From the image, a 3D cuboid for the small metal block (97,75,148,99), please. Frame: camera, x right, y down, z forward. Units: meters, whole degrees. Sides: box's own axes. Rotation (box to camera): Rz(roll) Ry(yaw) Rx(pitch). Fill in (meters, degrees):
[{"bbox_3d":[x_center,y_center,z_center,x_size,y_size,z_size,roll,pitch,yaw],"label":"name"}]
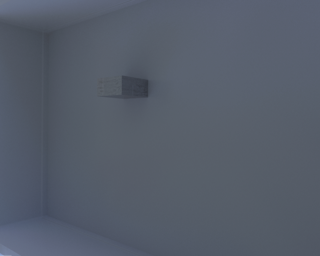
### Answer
[{"bbox_3d":[-0.052,-0.056,0.435,0.050,0.050,0.025,2,91,40],"label":"small metal block"}]
